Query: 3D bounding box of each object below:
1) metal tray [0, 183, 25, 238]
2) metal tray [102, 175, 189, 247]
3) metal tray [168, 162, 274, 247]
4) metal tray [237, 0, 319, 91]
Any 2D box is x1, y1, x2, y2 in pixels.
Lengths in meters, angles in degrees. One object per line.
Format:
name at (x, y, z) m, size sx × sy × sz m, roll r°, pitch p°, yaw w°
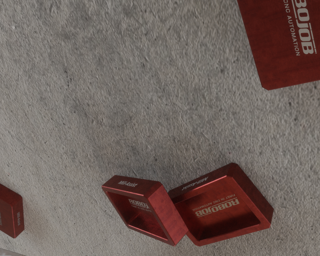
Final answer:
metal tray at (-0.359, 0.187, 0.708) m, size 0.090 × 0.030 × 0.129 m, roll 25°, pitch 127°, yaw 12°
metal tray at (-0.027, 0.119, 0.462) m, size 0.130 × 0.030 × 0.090 m, roll -5°, pitch 118°, yaw 53°
metal tray at (0.076, 0.111, 0.431) m, size 0.130 × 0.030 × 0.090 m, roll -33°, pitch 100°, yaw 38°
metal tray at (0.122, -0.105, 0.274) m, size 0.090 × 0.030 × 0.129 m, roll -10°, pitch 114°, yaw 32°
